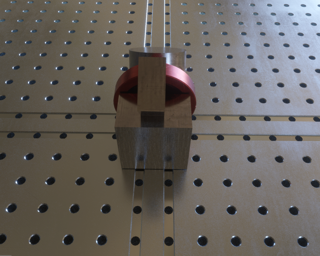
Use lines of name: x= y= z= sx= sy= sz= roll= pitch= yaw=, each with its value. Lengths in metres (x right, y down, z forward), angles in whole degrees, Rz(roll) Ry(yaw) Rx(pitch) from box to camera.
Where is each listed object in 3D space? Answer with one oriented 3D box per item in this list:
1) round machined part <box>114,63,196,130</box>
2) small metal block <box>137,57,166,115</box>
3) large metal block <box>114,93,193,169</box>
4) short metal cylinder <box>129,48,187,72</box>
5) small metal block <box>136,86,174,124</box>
round machined part: x=-0.006 y=-0.043 z=0.383 sx=0.099 sy=0.097 sz=0.042 roll=1 pitch=50 yaw=0
small metal block: x=-0.007 y=-0.039 z=0.306 sx=0.025 sy=0.050 sz=0.050 roll=1 pitch=88 yaw=0
large metal block: x=-0.007 y=0.006 z=0.366 sx=0.081 sy=0.080 sz=0.050 roll=1 pitch=50 yaw=0
short metal cylinder: x=-0.003 y=-0.086 z=0.442 sx=0.081 sy=0.050 sz=0.080 roll=1 pitch=20 yaw=0
small metal block: x=-0.006 y=-0.033 z=0.434 sx=0.050 sy=0.025 sz=0.050 roll=1 pitch=50 yaw=0
